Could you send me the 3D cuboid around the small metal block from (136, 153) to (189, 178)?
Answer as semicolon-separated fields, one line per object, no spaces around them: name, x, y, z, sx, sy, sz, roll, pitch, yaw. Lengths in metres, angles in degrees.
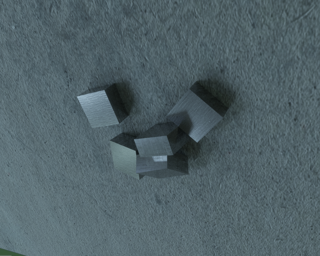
small metal block;0.004;0.050;0.418;0.050;0.050;0.025;-14;66;34

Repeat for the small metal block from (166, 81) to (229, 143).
small metal block;0.044;-0.019;0.372;0.050;0.025;0.050;41;129;0

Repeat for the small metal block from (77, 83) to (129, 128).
small metal block;-0.079;-0.030;0.430;0.050;0.025;0.050;-8;115;31

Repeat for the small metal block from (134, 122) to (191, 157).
small metal block;0.004;0.013;0.393;0.050;0.050;0.025;-8;108;36

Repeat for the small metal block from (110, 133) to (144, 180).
small metal block;-0.043;0.040;0.447;0.050;0.025;0.050;18;127;34
